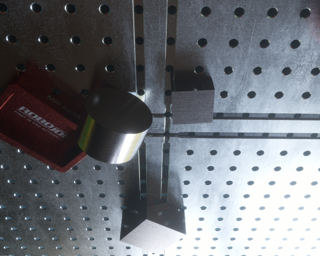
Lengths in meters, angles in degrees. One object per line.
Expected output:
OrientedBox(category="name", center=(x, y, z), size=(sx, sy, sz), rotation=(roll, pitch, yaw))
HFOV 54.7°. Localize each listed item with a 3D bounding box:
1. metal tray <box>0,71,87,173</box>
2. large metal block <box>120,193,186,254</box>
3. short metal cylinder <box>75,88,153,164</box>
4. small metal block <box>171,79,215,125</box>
OrientedBox(category="metal tray", center=(-0.151, -0.002, 0.404), size=(0.090, 0.030, 0.130), rotation=(-37, 122, 27))
OrientedBox(category="large metal block", center=(-0.012, 0.169, 0.539), size=(0.080, 0.050, 0.080), rotation=(29, 124, -23))
OrientedBox(category="short metal cylinder", center=(-0.055, -0.004, 0.372), size=(0.081, 0.080, 0.050), rotation=(17, 128, -14))
OrientedBox(category="small metal block", center=(0.040, -0.032, 0.385), size=(0.050, 0.025, 0.050), rotation=(-3, 130, 1))
